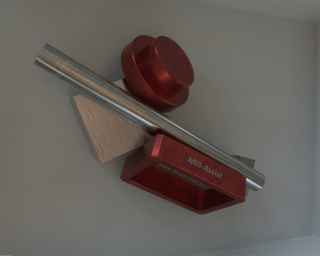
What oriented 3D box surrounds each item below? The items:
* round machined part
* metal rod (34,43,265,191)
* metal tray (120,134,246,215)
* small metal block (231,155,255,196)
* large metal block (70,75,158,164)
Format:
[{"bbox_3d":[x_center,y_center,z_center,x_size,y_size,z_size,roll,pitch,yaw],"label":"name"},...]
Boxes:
[{"bbox_3d":[0.004,-0.071,0.375,0.098,0.042,0.098,31,45,-35],"label":"round machined part"},{"bbox_3d":[0.004,-0.002,0.357,0.301,0.025,0.025,30,80,-18],"label":"metal rod"},{"bbox_3d":[0.028,0.063,0.382,0.131,0.090,0.030,28,53,-19],"label":"metal tray"},{"bbox_3d":[0.103,0.064,0.435,0.025,0.050,0.050,16,85,-20],"label":"small metal block"},{"bbox_3d":[-0.053,-0.012,0.376,0.081,0.050,0.080,-24,98,-19],"label":"large metal block"}]
